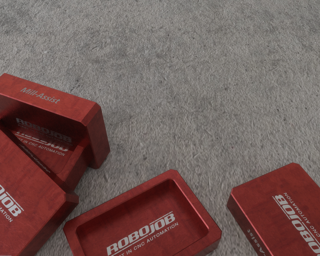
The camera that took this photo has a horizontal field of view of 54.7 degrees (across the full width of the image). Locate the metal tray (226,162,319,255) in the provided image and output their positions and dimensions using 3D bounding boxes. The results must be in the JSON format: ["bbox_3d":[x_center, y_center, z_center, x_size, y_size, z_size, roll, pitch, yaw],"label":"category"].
[{"bbox_3d":[0.140,0.106,0.312,0.091,0.030,0.130,-19,53,-16],"label":"metal tray"}]

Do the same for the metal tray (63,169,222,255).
[{"bbox_3d":[-0.017,0.107,0.309,0.131,0.030,0.090,-24,54,-19],"label":"metal tray"}]

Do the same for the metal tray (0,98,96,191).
[{"bbox_3d":[-0.144,0.015,0.372,0.130,0.030,0.090,16,60,16],"label":"metal tray"}]

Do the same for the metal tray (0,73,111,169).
[{"bbox_3d":[-0.128,-0.006,0.364,0.130,0.090,0.030,18,53,14],"label":"metal tray"}]

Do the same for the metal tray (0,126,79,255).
[{"bbox_3d":[-0.159,0.065,0.314,0.130,0.030,0.090,37,81,20],"label":"metal tray"}]
